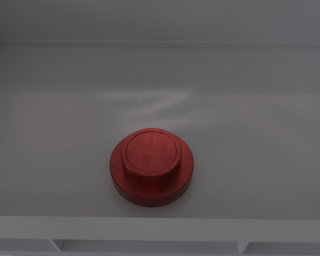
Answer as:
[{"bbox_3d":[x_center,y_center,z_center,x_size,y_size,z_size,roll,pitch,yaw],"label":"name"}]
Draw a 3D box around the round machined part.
[{"bbox_3d":[-0.010,0.038,0.362,0.099,0.042,0.098,0,50,0],"label":"round machined part"}]
